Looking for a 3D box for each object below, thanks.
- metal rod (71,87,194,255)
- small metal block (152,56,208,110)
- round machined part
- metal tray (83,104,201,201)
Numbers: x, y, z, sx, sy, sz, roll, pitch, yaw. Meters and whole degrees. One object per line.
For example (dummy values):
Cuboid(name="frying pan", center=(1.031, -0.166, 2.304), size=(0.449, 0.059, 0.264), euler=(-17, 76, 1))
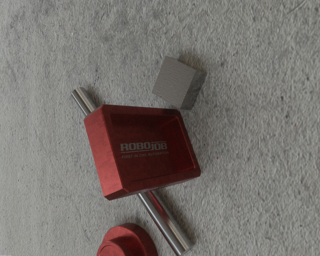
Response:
Cuboid(name="metal rod", center=(-0.051, 0.046, 0.444), size=(0.300, 0.025, 0.025), euler=(51, 120, 27))
Cuboid(name="small metal block", center=(0.023, -0.056, 0.384), size=(0.050, 0.025, 0.050), euler=(34, 111, 34))
Cuboid(name="round machined part", center=(-0.052, 0.188, 0.434), size=(0.098, 0.042, 0.097), euler=(0, 90, 39))
Cuboid(name="metal tray", center=(-0.014, 0.023, 0.346), size=(0.030, 0.131, 0.090), euler=(-29, 72, 36))
